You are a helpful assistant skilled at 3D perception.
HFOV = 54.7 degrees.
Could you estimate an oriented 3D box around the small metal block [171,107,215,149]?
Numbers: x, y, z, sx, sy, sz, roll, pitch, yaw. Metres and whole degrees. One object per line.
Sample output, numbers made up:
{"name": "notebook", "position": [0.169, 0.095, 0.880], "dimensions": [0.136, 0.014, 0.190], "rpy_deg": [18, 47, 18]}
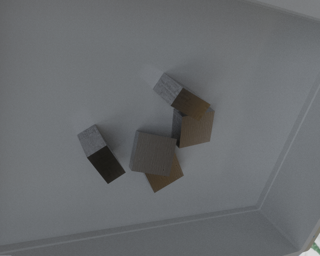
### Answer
{"name": "small metal block", "position": [0.045, -0.003, 0.433], "dimensions": [0.050, 0.025, 0.050], "rpy_deg": [-11, 123, -23]}

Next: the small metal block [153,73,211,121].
{"name": "small metal block", "position": [0.026, -0.039, 0.385], "dimensions": [0.050, 0.050, 0.025], "rpy_deg": [25, 105, -37]}

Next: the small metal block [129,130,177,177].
{"name": "small metal block", "position": [-0.010, 0.033, 0.406], "dimensions": [0.050, 0.025, 0.050], "rpy_deg": [11, 91, -15]}

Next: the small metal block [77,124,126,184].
{"name": "small metal block", "position": [-0.071, 0.031, 0.374], "dimensions": [0.025, 0.050, 0.050], "rpy_deg": [-33, 129, -7]}

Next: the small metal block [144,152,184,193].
{"name": "small metal block", "position": [0.001, 0.058, 0.447], "dimensions": [0.050, 0.025, 0.050], "rpy_deg": [-29, 129, -10]}
